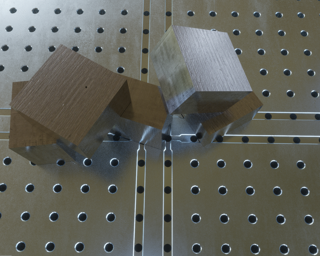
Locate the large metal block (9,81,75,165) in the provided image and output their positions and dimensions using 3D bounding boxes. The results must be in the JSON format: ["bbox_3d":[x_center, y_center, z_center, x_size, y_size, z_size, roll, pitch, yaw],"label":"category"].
[{"bbox_3d":[-0.141,-0.005,0.382,0.050,0.080,0.080,-6,70,-2],"label":"large metal block"}]

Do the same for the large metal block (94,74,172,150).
[{"bbox_3d":[-0.028,-0.019,0.388,0.080,0.080,0.050,18,71,6],"label":"large metal block"}]

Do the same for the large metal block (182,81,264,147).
[{"bbox_3d":[0.073,-0.034,0.412,0.080,0.050,0.080,-29,73,-10],"label":"large metal block"}]

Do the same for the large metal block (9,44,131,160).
[{"bbox_3d":[-0.088,-0.026,0.321,0.080,0.050,0.080,29,72,10],"label":"large metal block"}]

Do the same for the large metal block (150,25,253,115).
[{"bbox_3d":[0.045,-0.063,0.349,0.081,0.050,0.080,-4,67,-33],"label":"large metal block"}]
